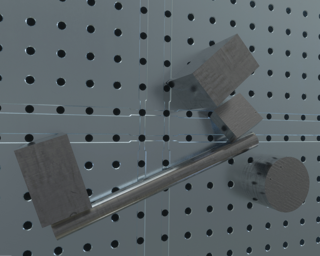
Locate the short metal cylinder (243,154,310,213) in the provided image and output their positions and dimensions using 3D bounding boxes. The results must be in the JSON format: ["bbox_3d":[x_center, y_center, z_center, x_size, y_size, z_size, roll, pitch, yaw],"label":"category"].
[{"bbox_3d":[0.174,0.081,0.466,0.081,0.050,0.079,0,90,-21],"label":"short metal cylinder"}]

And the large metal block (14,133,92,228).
[{"bbox_3d":[-0.117,0.051,0.341,0.050,0.080,0.080,-19,97,-19],"label":"large metal block"}]

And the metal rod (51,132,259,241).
[{"bbox_3d":[0.007,0.069,0.416,0.302,0.025,0.025,-21,98,-19],"label":"metal rod"}]

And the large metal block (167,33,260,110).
[{"bbox_3d":[0.067,-0.071,0.409,0.080,0.080,0.050,-43,104,-15],"label":"large metal block"}]

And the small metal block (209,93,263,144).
[{"bbox_3d":[0.109,-0.014,0.444,0.050,0.025,0.050,-34,76,-17],"label":"small metal block"}]
